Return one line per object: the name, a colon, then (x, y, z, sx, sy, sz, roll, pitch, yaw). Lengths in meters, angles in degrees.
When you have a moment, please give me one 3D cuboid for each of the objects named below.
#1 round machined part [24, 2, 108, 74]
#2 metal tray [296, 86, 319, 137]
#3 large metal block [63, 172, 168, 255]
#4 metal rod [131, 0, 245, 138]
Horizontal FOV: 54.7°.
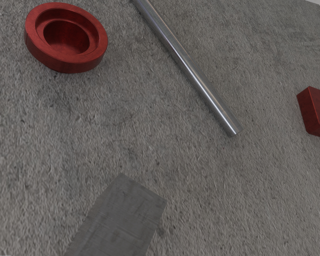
round machined part: (-0.120, -0.109, 0.395, 0.099, 0.042, 0.098, 14, 56, -21)
metal tray: (0.329, -0.021, 0.590, 0.131, 0.030, 0.090, 14, 56, -21)
large metal block: (-0.045, 0.099, 0.284, 0.050, 0.080, 0.080, 33, 51, -7)
metal rod: (0.034, -0.114, 0.491, 0.025, 0.025, 0.299, -25, 75, -37)
